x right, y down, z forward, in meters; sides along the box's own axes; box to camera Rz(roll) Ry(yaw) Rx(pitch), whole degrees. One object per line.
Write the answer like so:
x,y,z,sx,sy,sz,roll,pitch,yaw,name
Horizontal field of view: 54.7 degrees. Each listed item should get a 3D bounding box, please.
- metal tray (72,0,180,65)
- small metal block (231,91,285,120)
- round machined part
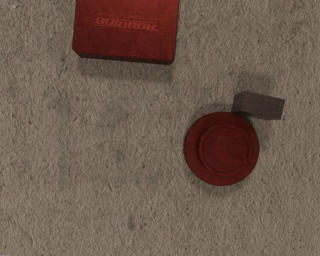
-0.043,-0.135,0.407,0.131,0.030,0.089,5,90,-1,metal tray
0.124,-0.028,0.399,0.050,0.050,0.025,13,90,-1,small metal block
0.081,0.027,0.403,0.099,0.042,0.097,0,90,-1,round machined part
